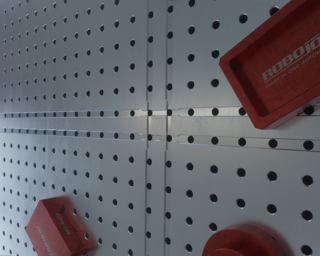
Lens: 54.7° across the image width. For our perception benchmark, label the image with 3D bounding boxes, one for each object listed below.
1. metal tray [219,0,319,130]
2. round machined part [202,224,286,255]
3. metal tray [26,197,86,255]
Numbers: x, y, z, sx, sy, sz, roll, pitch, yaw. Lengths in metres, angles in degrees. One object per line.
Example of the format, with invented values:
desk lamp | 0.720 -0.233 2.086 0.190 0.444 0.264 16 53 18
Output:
metal tray | 0.131 -0.067 0.297 0.130 0.030 0.090 -37 67 33
round machined part | 0.085 0.157 0.328 0.098 0.042 0.097 0 90 40
metal tray | -0.194 0.205 0.567 0.130 0.030 0.089 46 117 30
